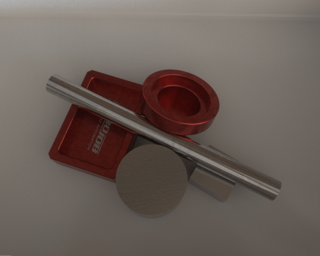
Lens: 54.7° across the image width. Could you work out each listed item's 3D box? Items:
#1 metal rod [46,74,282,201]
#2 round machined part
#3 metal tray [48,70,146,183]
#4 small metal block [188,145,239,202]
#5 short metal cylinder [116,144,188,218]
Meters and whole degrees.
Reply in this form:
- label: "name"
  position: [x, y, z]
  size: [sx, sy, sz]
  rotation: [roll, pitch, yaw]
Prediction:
- label: "metal rod"
  position: [-0.001, 0.008, 0.374]
  size: [0.301, 0.025, 0.025]
  rotation: [26, 72, 6]
- label: "round machined part"
  position: [0.022, -0.028, 0.396]
  size: [0.099, 0.042, 0.098]
  rotation: [9, 47, -10]
- label: "metal tray"
  position: [-0.074, -0.004, 0.405]
  size: [0.090, 0.030, 0.130]
  rotation: [18, 71, 6]
- label: "small metal block"
  position: [0.070, 0.057, 0.388]
  size: [0.050, 0.025, 0.050]
  rotation: [30, 72, 10]
- label: "short metal cylinder"
  position: [-0.009, 0.065, 0.370]
  size: [0.081, 0.050, 0.080]
  rotation: [0, 70, 0]
